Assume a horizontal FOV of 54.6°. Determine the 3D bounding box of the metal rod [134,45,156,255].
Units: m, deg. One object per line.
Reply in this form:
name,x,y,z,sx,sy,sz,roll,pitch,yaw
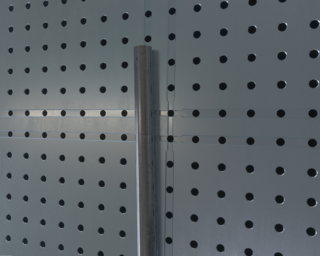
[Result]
metal rod,-0.021,0.040,0.420,0.025,0.025,0.298,-1,90,20
